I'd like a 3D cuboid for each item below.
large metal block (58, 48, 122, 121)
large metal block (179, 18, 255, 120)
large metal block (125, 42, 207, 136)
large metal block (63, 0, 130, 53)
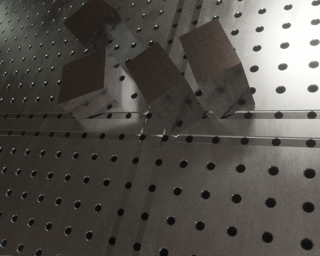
[{"bbox_3d":[-0.107,-0.067,0.488,0.080,0.050,0.080,-16,55,18],"label":"large metal block"},{"bbox_3d":[0.070,-0.070,0.379,0.050,0.080,0.080,-24,53,13],"label":"large metal block"},{"bbox_3d":[0.008,-0.049,0.397,0.050,0.080,0.080,-34,52,6],"label":"large metal block"},{"bbox_3d":[-0.117,-0.185,0.564,0.080,0.050,0.080,-42,51,-1],"label":"large metal block"}]
